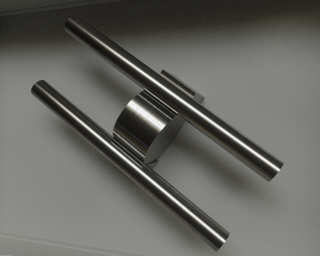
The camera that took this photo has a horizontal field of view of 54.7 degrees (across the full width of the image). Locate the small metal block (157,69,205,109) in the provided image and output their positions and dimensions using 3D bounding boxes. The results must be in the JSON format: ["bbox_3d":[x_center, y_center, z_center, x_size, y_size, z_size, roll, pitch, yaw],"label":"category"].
[{"bbox_3d":[0.023,-0.045,0.386,0.050,0.050,0.025,38,102,15],"label":"small metal block"}]

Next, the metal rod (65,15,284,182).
[{"bbox_3d":[0.003,-0.043,0.354,0.300,0.025,0.025,38,102,15],"label":"metal rod"}]

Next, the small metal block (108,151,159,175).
[{"bbox_3d":[-0.036,0.040,0.407,0.050,0.050,0.025,38,102,15],"label":"small metal block"}]

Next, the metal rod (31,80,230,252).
[{"bbox_3d":[-0.047,0.035,0.373,0.300,0.025,0.025,38,102,16],"label":"metal rod"}]

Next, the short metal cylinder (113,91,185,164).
[{"bbox_3d":[-0.012,-0.003,0.383,0.050,0.080,0.080,38,102,15],"label":"short metal cylinder"}]
